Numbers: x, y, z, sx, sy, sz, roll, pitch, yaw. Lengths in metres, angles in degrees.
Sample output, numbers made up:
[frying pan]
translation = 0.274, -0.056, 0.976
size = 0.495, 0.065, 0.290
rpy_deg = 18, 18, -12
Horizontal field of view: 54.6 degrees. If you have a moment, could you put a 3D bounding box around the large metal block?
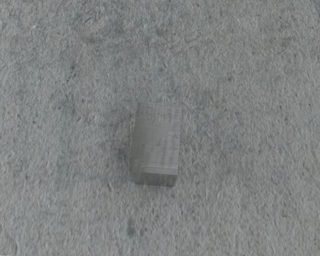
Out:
[large metal block]
translation = -0.003, 0.023, 0.371
size = 0.050, 0.080, 0.080
rpy_deg = 4, 70, 2
